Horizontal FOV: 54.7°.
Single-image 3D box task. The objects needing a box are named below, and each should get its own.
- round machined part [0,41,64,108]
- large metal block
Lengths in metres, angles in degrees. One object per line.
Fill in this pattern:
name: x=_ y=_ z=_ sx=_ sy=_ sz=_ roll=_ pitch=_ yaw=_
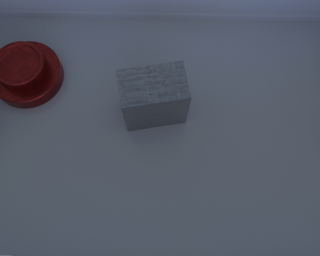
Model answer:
round machined part: x=-0.188 y=-0.080 z=0.427 sx=0.099 sy=0.042 sz=0.098 roll=0 pitch=70 yaw=-1
large metal block: x=-0.008 y=-0.038 z=0.394 sx=0.081 sy=0.080 sz=0.050 roll=-9 pitch=71 yaw=-4
